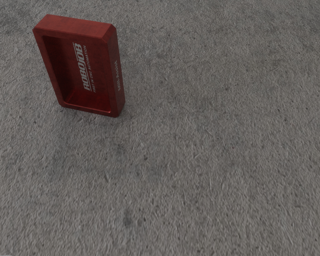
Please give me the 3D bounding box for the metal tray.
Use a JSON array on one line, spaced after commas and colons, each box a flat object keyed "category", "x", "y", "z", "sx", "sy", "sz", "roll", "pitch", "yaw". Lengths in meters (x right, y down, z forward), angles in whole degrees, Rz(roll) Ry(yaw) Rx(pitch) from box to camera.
[{"category": "metal tray", "x": -0.097, "y": -0.074, "z": 0.397, "sx": 0.090, "sy": 0.129, "sz": 0.030, "roll": 12, "pitch": 51, "yaw": 10}]
